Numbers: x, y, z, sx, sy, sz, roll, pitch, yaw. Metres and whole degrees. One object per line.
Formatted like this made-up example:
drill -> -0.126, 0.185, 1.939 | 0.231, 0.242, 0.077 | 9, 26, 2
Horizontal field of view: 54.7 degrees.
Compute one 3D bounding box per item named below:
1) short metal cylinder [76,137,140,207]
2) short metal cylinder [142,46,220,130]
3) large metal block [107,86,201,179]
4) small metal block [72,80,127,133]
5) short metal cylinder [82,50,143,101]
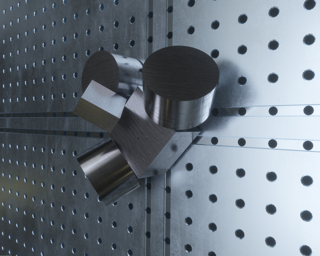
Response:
short metal cylinder -> -0.070, 0.059, 0.419 | 0.050, 0.080, 0.080 | -32, 70, -13
short metal cylinder -> 0.021, -0.045, 0.342 | 0.080, 0.081, 0.050 | 51, 158, 28
large metal block -> -0.010, 0.005, 0.394 | 0.080, 0.050, 0.080 | 52, 120, 27
small metal block -> -0.073, -0.028, 0.384 | 0.025, 0.050, 0.050 | -53, 16, 29
short metal cylinder -> -0.067, -0.066, 0.444 | 0.080, 0.050, 0.079 | 0, 90, 40
